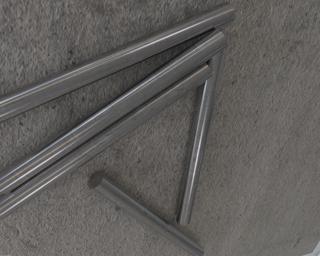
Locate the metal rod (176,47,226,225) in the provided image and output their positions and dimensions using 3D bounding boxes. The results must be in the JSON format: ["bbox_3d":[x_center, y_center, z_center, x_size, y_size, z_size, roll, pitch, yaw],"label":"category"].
[{"bbox_3d":[0.055,0.025,0.451,0.025,0.025,0.298,-8,122,-25],"label":"metal rod"}]

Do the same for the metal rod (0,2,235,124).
[{"bbox_3d":[-0.051,-0.071,0.334,0.302,0.025,0.025,-26,128,-12],"label":"metal rod"}]

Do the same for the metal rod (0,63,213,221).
[{"bbox_3d":[-0.068,0.012,0.369,0.301,0.025,0.025,-34,129,-2],"label":"metal rod"}]

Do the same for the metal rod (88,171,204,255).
[{"bbox_3d":[-0.005,0.152,0.497,0.025,0.025,0.300,-42,130,1],"label":"metal rod"}]

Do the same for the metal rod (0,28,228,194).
[{"bbox_3d":[-0.054,-0.020,0.352,0.301,0.025,0.025,-34,129,-2],"label":"metal rod"}]
